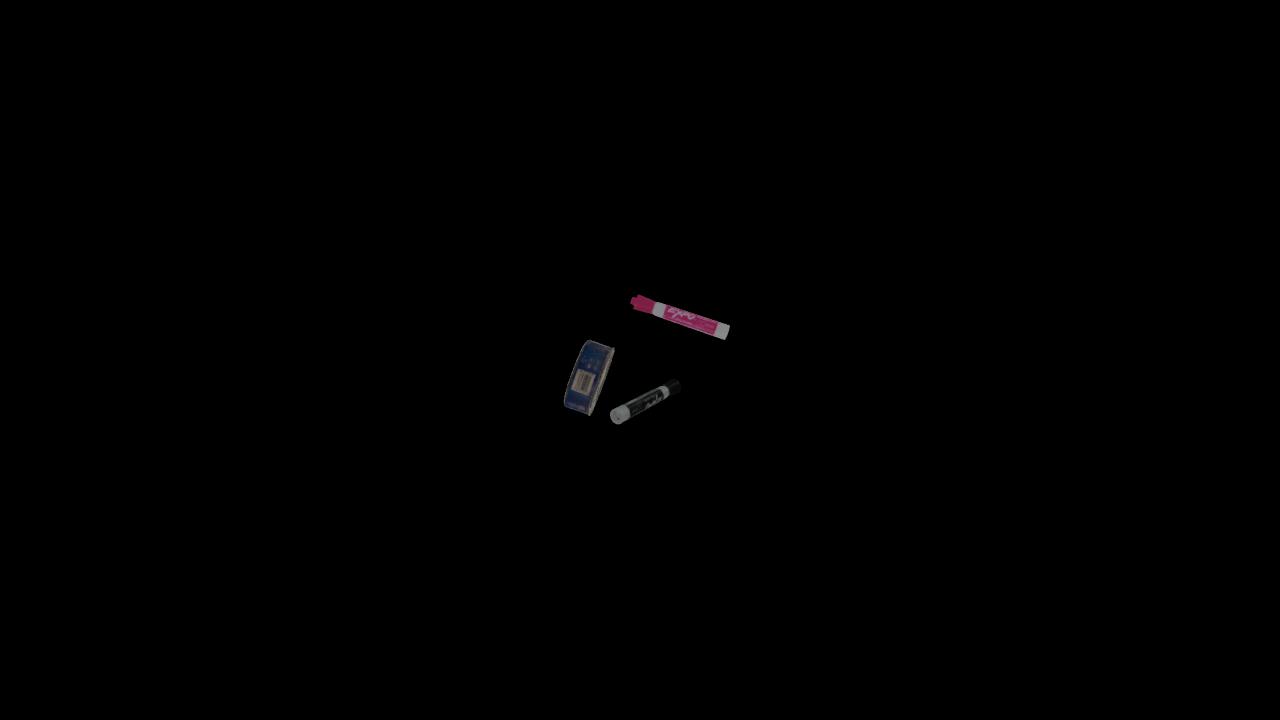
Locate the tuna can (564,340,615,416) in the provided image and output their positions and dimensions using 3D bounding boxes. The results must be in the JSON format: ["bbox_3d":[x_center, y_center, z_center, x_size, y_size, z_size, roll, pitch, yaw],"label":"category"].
[{"bbox_3d":[-0.059,0.020,0.708,0.034,0.084,0.084,19,0,0],"label":"tuna can"}]

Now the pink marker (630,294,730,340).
[{"bbox_3d":[0.047,-0.052,0.731,0.121,0.020,0.020,19,1,2],"label":"pink marker"}]

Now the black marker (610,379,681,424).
[{"bbox_3d":[0.010,0.048,0.739,0.020,0.020,0.121,0,16,41],"label":"black marker"}]
